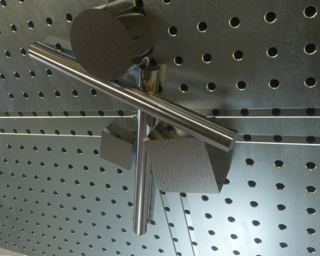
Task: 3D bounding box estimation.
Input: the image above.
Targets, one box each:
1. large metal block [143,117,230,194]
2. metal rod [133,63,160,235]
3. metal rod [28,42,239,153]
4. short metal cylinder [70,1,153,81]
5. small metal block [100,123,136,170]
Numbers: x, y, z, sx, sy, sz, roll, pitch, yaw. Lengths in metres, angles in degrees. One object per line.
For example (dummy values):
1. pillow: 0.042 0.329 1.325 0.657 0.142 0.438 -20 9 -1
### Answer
1. large metal block: 0.036 0.036 0.397 0.080 0.050 0.080 -5 116 30
2. metal rod: -0.023 0.051 0.453 0.025 0.025 0.298 17 125 18
3. metal rod: -0.049 -0.047 0.377 0.301 0.025 0.025 26 128 22
4. short metal cylinder: -0.055 -0.102 0.360 0.080 0.050 0.079 13 124 20
5. small metal block: -0.059 0.027 0.458 0.050 0.025 0.050 22 127 14
